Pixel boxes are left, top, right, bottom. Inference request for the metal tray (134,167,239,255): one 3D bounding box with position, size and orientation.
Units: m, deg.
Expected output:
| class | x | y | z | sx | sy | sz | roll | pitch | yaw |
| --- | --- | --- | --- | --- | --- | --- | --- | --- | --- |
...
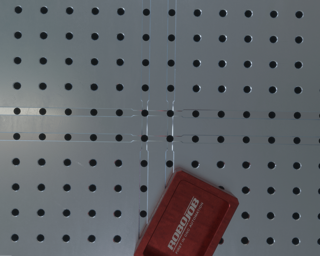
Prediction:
| class | x | y | z | sx | sy | sz | roll | pitch | yaw |
| --- | --- | --- | --- | --- | --- | --- | --- | --- | --- |
| metal tray | 0.034 | 0.130 | 0.411 | 0.090 | 0.030 | 0.130 | 27 | 90 | 0 |
